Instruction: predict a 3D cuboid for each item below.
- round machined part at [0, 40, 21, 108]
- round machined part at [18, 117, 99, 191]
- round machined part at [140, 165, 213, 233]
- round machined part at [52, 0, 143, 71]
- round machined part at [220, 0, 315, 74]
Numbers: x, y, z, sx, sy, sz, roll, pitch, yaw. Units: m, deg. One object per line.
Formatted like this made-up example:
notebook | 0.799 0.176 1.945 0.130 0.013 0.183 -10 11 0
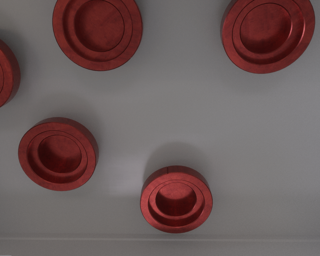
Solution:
round machined part | -0.218 -0.069 0.375 0.099 0.042 0.097 0 110 0
round machined part | -0.130 0.031 0.412 0.099 0.042 0.097 0 110 0
round machined part | 0.022 0.096 0.438 0.099 0.042 0.097 0 110 0
round machined part | -0.068 -0.118 0.358 0.099 0.042 0.097 0 110 0
round machined part | 0.118 -0.115 0.354 0.099 0.042 0.097 1 122 2
